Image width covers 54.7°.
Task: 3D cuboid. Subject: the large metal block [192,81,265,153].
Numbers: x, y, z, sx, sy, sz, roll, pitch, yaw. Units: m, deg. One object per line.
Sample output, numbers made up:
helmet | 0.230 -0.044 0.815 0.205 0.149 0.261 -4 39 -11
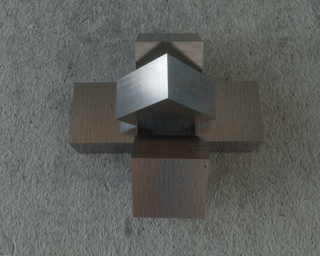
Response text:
large metal block | 0.082 -0.013 0.399 0.081 0.050 0.080 0 70 -1

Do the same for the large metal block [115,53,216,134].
large metal block | 0.007 -0.033 0.357 0.080 0.080 0.050 -19 64 40

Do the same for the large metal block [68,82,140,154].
large metal block | -0.067 -0.012 0.399 0.081 0.050 0.080 0 70 -1

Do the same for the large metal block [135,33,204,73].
large metal block | 0.011 -0.094 0.408 0.081 0.080 0.050 0 114 0

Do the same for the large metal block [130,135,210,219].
large metal block | 0.011 0.055 0.354 0.081 0.079 0.050 1 27 1
